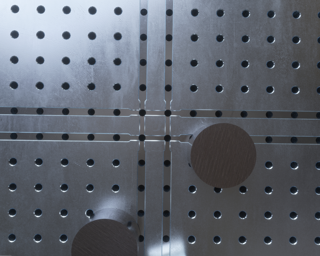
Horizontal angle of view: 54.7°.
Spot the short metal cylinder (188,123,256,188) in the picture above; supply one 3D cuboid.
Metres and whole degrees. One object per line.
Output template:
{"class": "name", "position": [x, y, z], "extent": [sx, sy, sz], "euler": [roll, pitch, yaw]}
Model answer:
{"class": "short metal cylinder", "position": [0.077, 0.033, 0.402], "extent": [0.081, 0.050, 0.079], "euler": [0, 90, -1]}

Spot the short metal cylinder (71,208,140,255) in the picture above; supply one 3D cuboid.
{"class": "short metal cylinder", "position": [-0.067, 0.150, 0.400], "extent": [0.081, 0.050, 0.079], "euler": [0, 90, -1]}
